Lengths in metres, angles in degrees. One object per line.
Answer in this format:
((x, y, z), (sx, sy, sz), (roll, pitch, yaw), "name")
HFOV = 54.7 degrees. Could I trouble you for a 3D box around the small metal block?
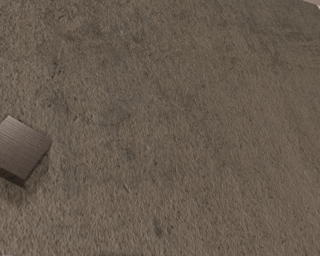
((-0.146, 0.024, 0.311), (0.050, 0.025, 0.050), (31, 51, -9), "small metal block")
